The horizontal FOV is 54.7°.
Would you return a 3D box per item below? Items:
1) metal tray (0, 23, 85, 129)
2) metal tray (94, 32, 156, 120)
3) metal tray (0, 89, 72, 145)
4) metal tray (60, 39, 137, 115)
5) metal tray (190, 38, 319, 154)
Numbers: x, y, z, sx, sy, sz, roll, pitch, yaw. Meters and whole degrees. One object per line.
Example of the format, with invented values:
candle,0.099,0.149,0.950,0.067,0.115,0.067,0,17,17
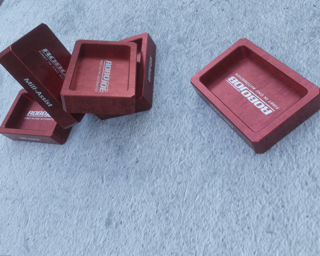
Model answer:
metal tray,-0.151,-0.074,0.443,0.030,0.130,0.090,-22,29,28
metal tray,-0.056,-0.081,0.479,0.090,0.030,0.130,-11,57,22
metal tray,-0.200,-0.022,0.518,0.130,0.030,0.090,3,63,29
metal tray,-0.078,-0.074,0.429,0.091,0.030,0.130,2,46,-5
metal tray,0.108,-0.043,0.370,0.090,0.030,0.130,-39,51,2
